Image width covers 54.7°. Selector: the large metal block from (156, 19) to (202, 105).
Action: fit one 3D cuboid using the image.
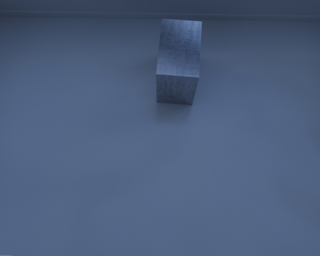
[{"bbox_3d":[0.024,-0.085,0.412,0.050,0.080,0.080,5,70,1],"label":"large metal block"}]
